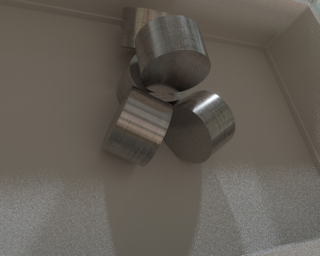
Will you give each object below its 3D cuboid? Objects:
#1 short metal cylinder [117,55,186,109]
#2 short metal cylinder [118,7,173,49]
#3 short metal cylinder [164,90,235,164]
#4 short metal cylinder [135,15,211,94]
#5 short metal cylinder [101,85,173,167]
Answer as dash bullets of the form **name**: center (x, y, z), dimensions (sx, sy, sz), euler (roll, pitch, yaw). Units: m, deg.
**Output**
- **short metal cylinder**: center (-0.011, -0.056, 0.414), dimensions (0.081, 0.050, 0.080), euler (14, 56, -21)
- **short metal cylinder**: center (-0.015, -0.133, 0.433), dimensions (0.081, 0.080, 0.050), euler (4, 103, -26)
- **short metal cylinder**: center (0.047, -0.002, 0.395), dimensions (0.050, 0.080, 0.080), euler (-33, 80, -37)
- **short metal cylinder**: center (0.014, -0.083, 0.362), dimensions (0.081, 0.080, 0.050), euler (3, 61, -27)
- **short metal cylinder**: center (-0.027, -0.002, 0.355), dimensions (0.050, 0.080, 0.080), euler (26, 53, -12)
